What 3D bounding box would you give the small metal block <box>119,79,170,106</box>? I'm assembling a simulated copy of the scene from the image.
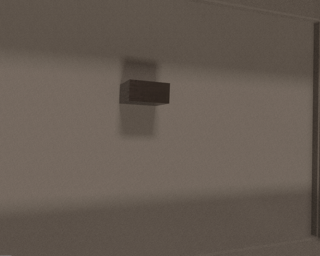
[{"bbox_3d":[-0.020,-0.043,0.391,0.050,0.050,0.025,2,90,-20],"label":"small metal block"}]
